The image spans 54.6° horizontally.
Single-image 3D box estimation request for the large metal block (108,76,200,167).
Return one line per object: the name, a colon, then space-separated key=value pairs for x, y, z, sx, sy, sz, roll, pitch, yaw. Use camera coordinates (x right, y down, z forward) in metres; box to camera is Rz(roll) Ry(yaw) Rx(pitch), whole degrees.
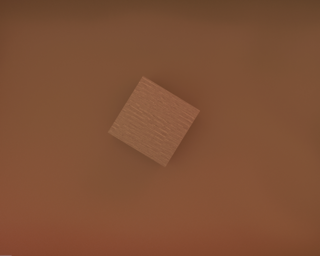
large metal block: x=-0.007 y=-0.008 z=0.395 sx=0.080 sy=0.050 sz=0.080 roll=32 pitch=89 yaw=-1
